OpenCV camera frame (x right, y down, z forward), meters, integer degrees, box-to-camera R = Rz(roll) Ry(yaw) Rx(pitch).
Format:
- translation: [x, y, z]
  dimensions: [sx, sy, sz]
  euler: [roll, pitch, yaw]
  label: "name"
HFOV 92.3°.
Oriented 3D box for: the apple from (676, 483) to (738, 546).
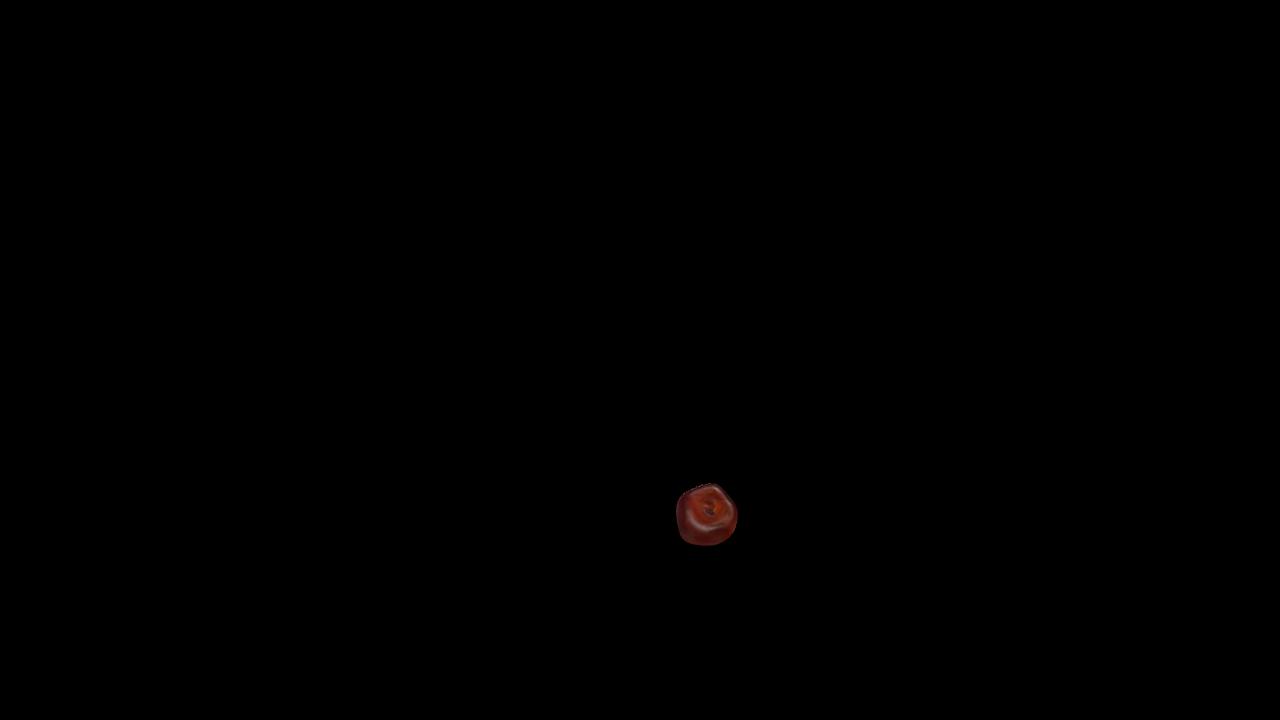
- translation: [0.082, 0.198, 0.776]
  dimensions: [0.079, 0.079, 0.093]
  euler: [0, -25, -3]
  label: "apple"
